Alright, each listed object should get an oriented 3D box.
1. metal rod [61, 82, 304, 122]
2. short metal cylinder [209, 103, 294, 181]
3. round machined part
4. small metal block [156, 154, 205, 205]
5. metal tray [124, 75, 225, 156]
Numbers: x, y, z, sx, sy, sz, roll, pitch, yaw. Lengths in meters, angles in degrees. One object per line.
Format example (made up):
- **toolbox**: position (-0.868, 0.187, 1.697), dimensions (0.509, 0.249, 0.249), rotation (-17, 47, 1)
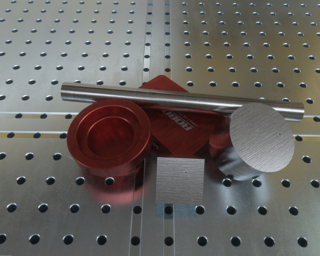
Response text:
- **metal rod**: position (0.025, -0.034, 0.395), dimensions (0.302, 0.025, 0.025), rotation (5, 50, 4)
- **short metal cylinder**: position (0.105, 0.017, 0.358), dimensions (0.081, 0.050, 0.080), rotation (6, 68, -16)
- **round machined part**: position (-0.058, 0.015, 0.377), dimensions (0.099, 0.042, 0.098), rotation (-2, 56, 4)
- **small metal block**: position (0.022, 0.056, 0.343), dimensions (0.050, 0.025, 0.050), rotation (2, 93, 1)
- **metal tray**: position (0.015, -0.012, 0.416), dimensions (0.091, 0.030, 0.130), rotation (-36, 59, -27)
